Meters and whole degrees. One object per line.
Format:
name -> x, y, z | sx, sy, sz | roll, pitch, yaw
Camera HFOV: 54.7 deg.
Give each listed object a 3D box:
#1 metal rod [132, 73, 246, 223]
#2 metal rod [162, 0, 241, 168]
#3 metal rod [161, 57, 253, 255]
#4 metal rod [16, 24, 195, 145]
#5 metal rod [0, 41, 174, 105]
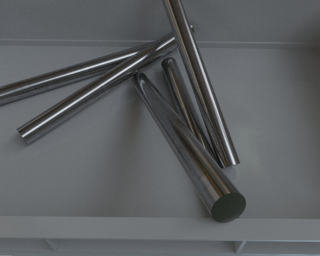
metal rod -> 0.008, -0.009, 0.336 | 0.025, 0.025, 0.300 | -12, 27, -10
metal rod -> 0.041, -0.093, 0.405 | 0.025, 0.025, 0.299 | -14, 76, -12
metal rod -> 0.046, 0.010, 0.396 | 0.025, 0.025, 0.300 | -9, 51, -8
metal rod -> -0.064, -0.074, 0.448 | 0.301, 0.025, 0.025 | -38, 60, -21
metal rod -> -0.117, -0.089, 0.478 | 0.302, 0.025, 0.025 | -21, 54, -18
